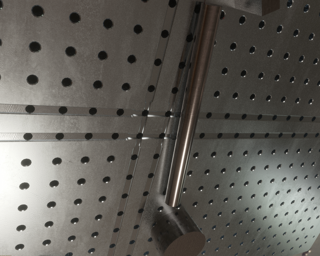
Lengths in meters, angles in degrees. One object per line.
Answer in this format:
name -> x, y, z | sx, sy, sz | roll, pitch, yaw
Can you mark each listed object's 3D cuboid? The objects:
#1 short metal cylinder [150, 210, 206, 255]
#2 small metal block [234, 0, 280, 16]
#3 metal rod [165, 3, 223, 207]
short metal cylinder -> 0.031, 0.190, 0.531 | 0.081, 0.050, 0.079 | -14, 125, -21
small metal block -> 0.110, -0.162, 0.357 | 0.025, 0.050, 0.050 | -26, 128, -13
metal rod -> 0.040, -0.012, 0.426 | 0.025, 0.025, 0.298 | -6, 121, -26
